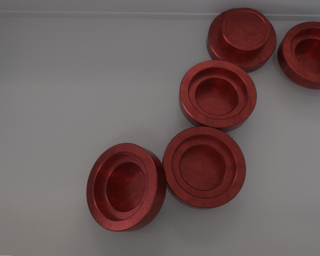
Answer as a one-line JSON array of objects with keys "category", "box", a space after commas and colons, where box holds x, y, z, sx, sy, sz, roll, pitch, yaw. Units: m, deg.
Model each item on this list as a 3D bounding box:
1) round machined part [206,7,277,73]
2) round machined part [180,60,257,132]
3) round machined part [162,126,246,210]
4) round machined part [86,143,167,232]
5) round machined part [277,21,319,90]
[{"category": "round machined part", "box": [0.119, -0.132, 0.446, 0.099, 0.042, 0.098, 0, 74, 0]}, {"category": "round machined part", "box": [0.074, -0.038, 0.414, 0.099, 0.042, 0.098, 0, 68, -1]}, {"category": "round machined part", "box": [0.051, 0.050, 0.380, 0.099, 0.042, 0.098, 1, 70, -4]}, {"category": "round machined part", "box": [-0.034, 0.069, 0.360, 0.098, 0.042, 0.098, -11, 68, 28]}, {"category": "round machined part", "box": [0.215, -0.097, 0.437, 0.099, 0.042, 0.098, 0, 70, 0]}]
